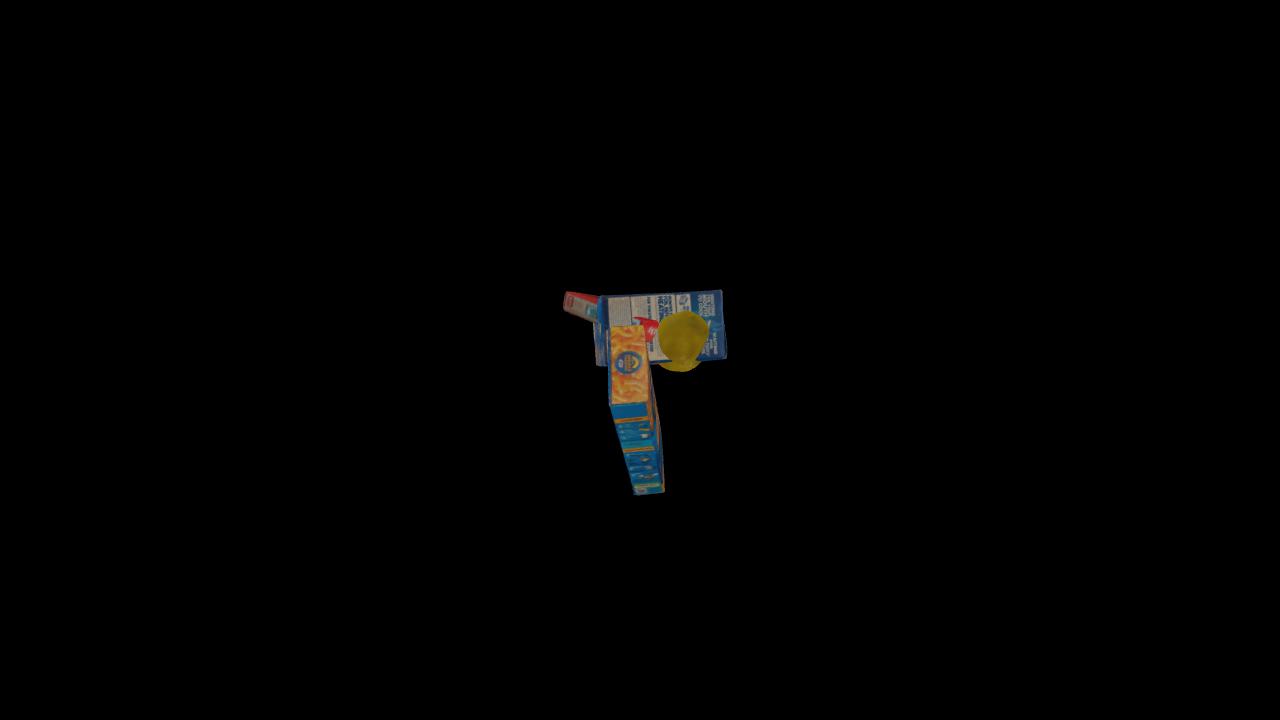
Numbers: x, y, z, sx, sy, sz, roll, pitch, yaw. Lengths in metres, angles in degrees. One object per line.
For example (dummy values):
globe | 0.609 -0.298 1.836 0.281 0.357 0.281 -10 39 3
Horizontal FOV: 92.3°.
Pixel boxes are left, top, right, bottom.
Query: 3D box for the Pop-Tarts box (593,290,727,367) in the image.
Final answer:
Pop-Tarts box | 0.016 -0.035 0.762 0.141 0.083 0.167 -4 1 -8

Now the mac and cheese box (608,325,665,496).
mac and cheese box | -0.002 0.058 0.636 0.041 0.093 0.184 -5 -37 4

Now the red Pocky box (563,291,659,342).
red Pocky box | -0.017 -0.052 0.746 0.083 0.028 0.155 4 14 -43

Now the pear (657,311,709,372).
pear | 0.025 -0.034 0.713 0.111 0.080 0.080 27 8 17
